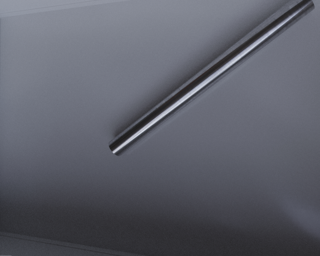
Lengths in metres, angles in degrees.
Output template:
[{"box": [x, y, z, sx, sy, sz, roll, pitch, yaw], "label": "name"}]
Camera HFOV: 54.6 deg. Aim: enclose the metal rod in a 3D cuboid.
[{"box": [0.052, -0.058, 0.392, 0.300, 0.025, 0.025, -37, 78, 16], "label": "metal rod"}]
